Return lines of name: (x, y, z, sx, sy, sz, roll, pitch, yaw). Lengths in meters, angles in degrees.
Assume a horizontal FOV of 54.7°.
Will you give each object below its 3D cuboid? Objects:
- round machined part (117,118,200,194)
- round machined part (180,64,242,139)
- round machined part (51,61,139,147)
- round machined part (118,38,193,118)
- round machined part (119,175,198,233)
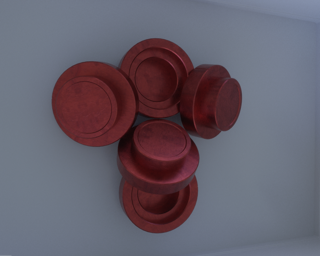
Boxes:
round machined part: (-0.001, 0.026, 0.369, 0.099, 0.098, 0.042, -7, 137, -20)
round machined part: (0.072, -0.033, 0.402, 0.099, 0.042, 0.097, -18, 114, -47)
round machined part: (-0.076, -0.025, 0.348, 0.098, 0.042, 0.097, 1, 102, 7)
round machined part: (-0.008, -0.060, 0.396, 0.099, 0.042, 0.097, 0, 90, -20)
round machined part: (-0.004, 0.080, 0.398, 0.099, 0.042, 0.097, 0, 90, -20)
